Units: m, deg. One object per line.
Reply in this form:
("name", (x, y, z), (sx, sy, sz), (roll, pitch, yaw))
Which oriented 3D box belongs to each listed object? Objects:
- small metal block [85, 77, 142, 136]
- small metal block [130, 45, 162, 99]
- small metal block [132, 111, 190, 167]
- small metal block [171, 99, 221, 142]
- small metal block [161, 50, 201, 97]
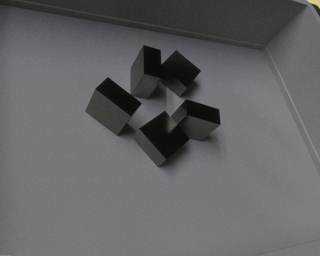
("small metal block", (-0.057, -0.025, 0.374), (0.050, 0.050, 0.025), (38, 51, -3))
("small metal block", (-0.020, -0.076, 0.425), (0.025, 0.050, 0.050), (11, 57, -22))
("small metal block", (0.002, 0.013, 0.398), (0.050, 0.025, 0.050), (49, 52, 6))
("small metal block", (0.046, -0.009, 0.419), (0.050, 0.050, 0.025), (15, 56, -20))
("small metal block", (0.027, -0.083, 0.470), (0.050, 0.025, 0.050), (40, 51, -2))
